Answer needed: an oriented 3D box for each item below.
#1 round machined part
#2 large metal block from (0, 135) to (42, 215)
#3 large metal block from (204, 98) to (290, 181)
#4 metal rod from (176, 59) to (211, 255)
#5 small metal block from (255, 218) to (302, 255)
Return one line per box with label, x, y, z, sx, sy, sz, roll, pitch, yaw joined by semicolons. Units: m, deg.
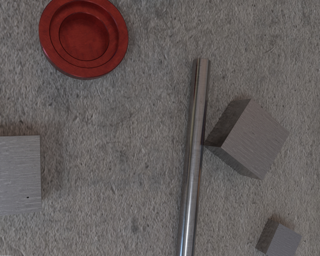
round machined part;-0.090;-0.105;0.366;0.099;0.042;0.097;0;90;-20
large metal block;-0.171;0.048;0.333;0.081;0.050;0.079;-1;91;-20
large metal block;0.122;0.016;0.441;0.080;0.050;0.080;38;78;-16
metal rod;0.045;0.056;0.425;0.025;0.025;0.298;6;88;-20
small metal block;0.183;0.176;0.477;0.050;0.025;0.050;31;80;-18
